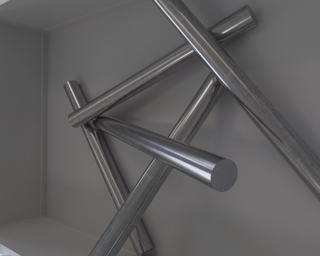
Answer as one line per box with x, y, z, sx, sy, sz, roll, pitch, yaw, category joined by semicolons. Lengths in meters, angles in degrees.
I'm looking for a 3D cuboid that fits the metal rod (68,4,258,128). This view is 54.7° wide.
-0.018;-0.066;0.405;0.299;0.025;0.025;-25;74;32;metal rod

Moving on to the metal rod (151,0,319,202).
0.070;-0.057;0.319;0.025;0.025;0.299;-45;72;31;metal rod

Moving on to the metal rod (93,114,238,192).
-0.023;0.012;0.356;0.300;0.025;0.025;18;103;61;metal rod

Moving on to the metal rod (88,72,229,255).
-0.013;0.064;0.338;0.025;0.025;0.300;30;83;36;metal rod

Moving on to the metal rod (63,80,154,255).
-0.087;0.048;0.478;0.025;0.025;0.299;-43;64;31;metal rod
